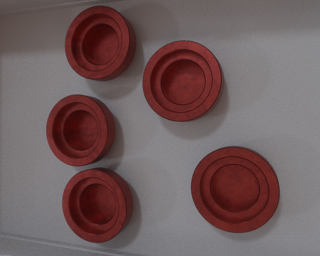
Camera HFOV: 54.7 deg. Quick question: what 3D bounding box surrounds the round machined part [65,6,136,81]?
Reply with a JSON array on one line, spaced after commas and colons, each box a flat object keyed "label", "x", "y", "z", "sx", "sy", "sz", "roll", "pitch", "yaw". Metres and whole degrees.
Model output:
[{"label": "round machined part", "x": -0.077, "y": -0.113, "z": 0.428, "sx": 0.098, "sy": 0.042, "sz": 0.097, "roll": 0, "pitch": 90, "yaw": 19}]

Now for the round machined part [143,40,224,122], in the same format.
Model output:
[{"label": "round machined part", "x": 0.031, "y": -0.056, "z": 0.390, "sx": 0.098, "sy": 0.042, "sz": 0.097, "roll": 0, "pitch": 90, "yaw": 19}]

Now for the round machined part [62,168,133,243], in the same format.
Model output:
[{"label": "round machined part", "x": -0.081, "y": 0.103, "z": 0.429, "sx": 0.098, "sy": 0.042, "sz": 0.097, "roll": 0, "pitch": 90, "yaw": 19}]

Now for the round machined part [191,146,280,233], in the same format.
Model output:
[{"label": "round machined part", "x": 0.090, "y": 0.070, "z": 0.369, "sx": 0.098, "sy": 0.042, "sz": 0.097, "roll": 0, "pitch": 90, "yaw": 19}]

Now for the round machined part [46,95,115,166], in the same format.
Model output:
[{"label": "round machined part", "x": -0.107, "y": 0.003, "z": 0.438, "sx": 0.098, "sy": 0.042, "sz": 0.097, "roll": 0, "pitch": 90, "yaw": 19}]
